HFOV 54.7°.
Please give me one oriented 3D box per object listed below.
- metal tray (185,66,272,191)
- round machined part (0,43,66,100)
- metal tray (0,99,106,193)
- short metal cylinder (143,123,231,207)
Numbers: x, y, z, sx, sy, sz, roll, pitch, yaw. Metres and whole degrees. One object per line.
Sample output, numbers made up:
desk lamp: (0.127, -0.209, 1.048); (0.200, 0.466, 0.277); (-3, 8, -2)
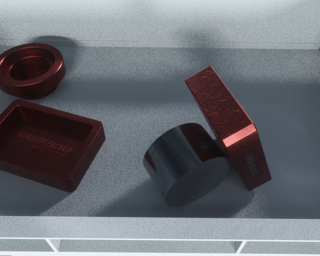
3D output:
metal tray: (0.076, 0.005, 0.333); (0.030, 0.130, 0.090); (-31, 53, 7)
round machined part: (-0.190, -0.080, 0.459); (0.099, 0.042, 0.098); (0, 50, 0)
metal tray: (-0.146, 0.018, 0.384); (0.131, 0.030, 0.090); (15, 51, 12)
short metal cylinder: (0.029, 0.041, 0.336); (0.081, 0.080, 0.050); (-22, 54, -18)
